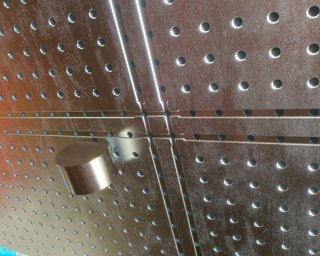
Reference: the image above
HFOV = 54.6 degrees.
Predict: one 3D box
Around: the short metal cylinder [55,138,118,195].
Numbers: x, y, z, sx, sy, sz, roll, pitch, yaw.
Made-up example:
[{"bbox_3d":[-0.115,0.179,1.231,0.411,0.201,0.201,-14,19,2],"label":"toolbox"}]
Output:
[{"bbox_3d":[-0.110,0.056,0.469,0.080,0.080,0.050,1,119,28],"label":"short metal cylinder"}]
